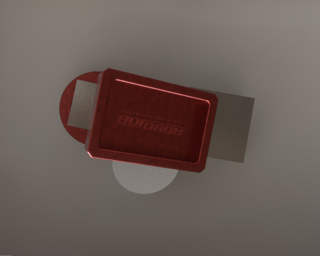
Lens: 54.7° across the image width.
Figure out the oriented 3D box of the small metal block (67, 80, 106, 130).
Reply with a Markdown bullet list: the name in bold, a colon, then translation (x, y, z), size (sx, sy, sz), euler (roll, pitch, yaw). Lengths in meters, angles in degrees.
- **small metal block**: translation (-0.081, -0.025, 0.354), size (0.025, 0.050, 0.050), euler (12, 90, 0)

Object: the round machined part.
- **round machined part**: translation (-0.081, -0.025, 0.400), size (0.099, 0.042, 0.097), euler (0, 90, -1)

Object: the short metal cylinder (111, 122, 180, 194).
- **short metal cylinder**: translation (-0.020, 0.034, 0.385), size (0.081, 0.050, 0.079), euler (-3, 104, -12)

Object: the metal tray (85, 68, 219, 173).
- **metal tray**: translation (-0.007, -0.005, 0.337), size (0.131, 0.030, 0.089), euler (11, 90, -20)

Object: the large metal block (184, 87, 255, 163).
- **large metal block**: translation (0.068, -0.004, 0.397), size (0.080, 0.050, 0.080), euler (10, 90, -1)
